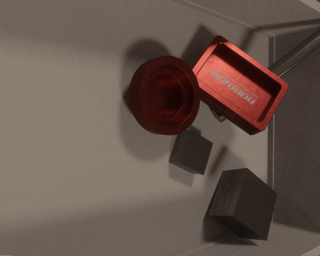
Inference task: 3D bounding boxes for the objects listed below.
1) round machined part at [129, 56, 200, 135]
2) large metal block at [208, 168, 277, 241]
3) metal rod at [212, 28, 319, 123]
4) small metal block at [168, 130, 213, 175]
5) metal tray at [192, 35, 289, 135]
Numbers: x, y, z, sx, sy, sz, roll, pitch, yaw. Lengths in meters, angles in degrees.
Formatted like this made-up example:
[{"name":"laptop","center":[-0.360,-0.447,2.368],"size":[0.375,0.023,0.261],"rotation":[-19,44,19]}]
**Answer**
[{"name":"round machined part","center":[0.002,-0.040,0.396],"size":[0.099,0.042,0.097],"rotation":[-2,93,-37]},{"name":"large metal block","center":[0.133,0.120,0.490],"size":[0.080,0.050,0.080],"rotation":[39,58,-23]},{"name":"metal rod","center":[0.209,-0.109,0.497],"size":[0.301,0.025,0.025],"rotation":[-37,117,-4]},{"name":"small metal block","center":[0.045,0.035,0.447],"size":[0.050,0.025,0.050],"rotation":[30,71,-36]},{"name":"metal tray","center":[0.110,-0.062,0.450],"size":[0.130,0.030,0.090],"rotation":[35,72,-1]}]
